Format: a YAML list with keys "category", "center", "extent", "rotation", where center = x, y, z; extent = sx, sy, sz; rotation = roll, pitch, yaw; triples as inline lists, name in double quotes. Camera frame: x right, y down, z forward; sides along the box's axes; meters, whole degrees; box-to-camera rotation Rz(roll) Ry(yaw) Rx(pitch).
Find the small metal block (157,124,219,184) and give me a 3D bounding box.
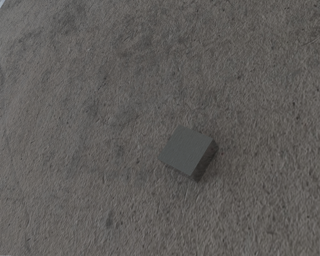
- category: "small metal block"
  center: [0.034, 0.030, 0.369]
  extent: [0.050, 0.025, 0.050]
  rotation: [24, 75, 36]
